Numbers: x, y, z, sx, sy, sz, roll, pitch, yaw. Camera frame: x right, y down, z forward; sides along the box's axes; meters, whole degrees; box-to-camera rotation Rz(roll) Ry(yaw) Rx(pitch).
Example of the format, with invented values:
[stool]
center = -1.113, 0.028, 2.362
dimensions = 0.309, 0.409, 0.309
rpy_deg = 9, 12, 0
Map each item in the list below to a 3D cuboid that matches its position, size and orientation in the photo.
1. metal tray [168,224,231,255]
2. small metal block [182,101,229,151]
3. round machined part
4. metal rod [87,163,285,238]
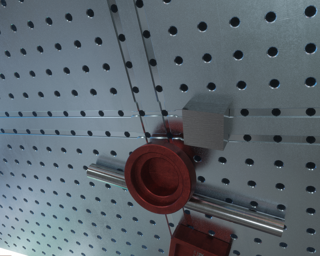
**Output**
[metal tray]
center = 0.059, 0.228, 0.516
dimensions = 0.090, 0.030, 0.129
rpy_deg = 17, 125, 17
[small metal block]
center = 0.056, -0.003, 0.379
dimensions = 0.050, 0.025, 0.050
rpy_deg = 8, 122, 23
[round machined part]
center = 0.004, 0.064, 0.425
dimensions = 0.098, 0.042, 0.097
rpy_deg = 6, 104, 25
[metal rod]
center = 0.024, 0.101, 0.459
dimensions = 0.301, 0.025, 0.025
rpy_deg = 12, 124, 21
